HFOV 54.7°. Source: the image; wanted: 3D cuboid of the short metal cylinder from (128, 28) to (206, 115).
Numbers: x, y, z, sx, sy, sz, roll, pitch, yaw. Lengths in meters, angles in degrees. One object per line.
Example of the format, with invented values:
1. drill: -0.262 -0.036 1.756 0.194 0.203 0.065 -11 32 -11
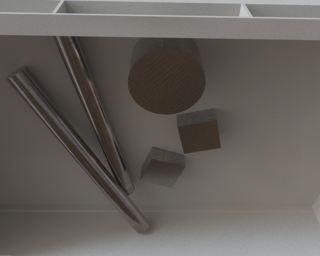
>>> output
1. short metal cylinder: 0.007 -0.061 0.341 0.081 0.050 0.079 0 130 0

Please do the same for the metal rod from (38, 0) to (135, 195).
1. metal rod: -0.079 -0.014 0.395 0.025 0.025 0.298 -8 130 6

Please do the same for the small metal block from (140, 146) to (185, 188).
1. small metal block: 0.003 0.059 0.459 0.050 0.025 0.050 16 128 -14

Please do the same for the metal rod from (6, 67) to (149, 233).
1. metal rod: -0.097 0.048 0.427 0.025 0.025 0.299 -22 121 17

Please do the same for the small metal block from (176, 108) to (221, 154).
1. small metal block: 0.052 0.005 0.414 0.050 0.025 0.050 -10 130 8
